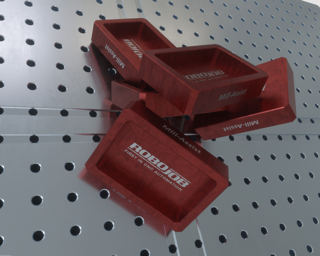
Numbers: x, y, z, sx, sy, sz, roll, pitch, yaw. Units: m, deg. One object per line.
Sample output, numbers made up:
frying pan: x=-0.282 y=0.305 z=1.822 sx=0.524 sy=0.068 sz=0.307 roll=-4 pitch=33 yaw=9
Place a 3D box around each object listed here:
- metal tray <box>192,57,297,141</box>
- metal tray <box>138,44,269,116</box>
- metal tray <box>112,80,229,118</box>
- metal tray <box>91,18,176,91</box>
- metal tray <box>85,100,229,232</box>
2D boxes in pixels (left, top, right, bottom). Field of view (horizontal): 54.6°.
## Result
metal tray: x=0.113 y=-0.038 z=0.425 sx=0.030 sy=0.130 sz=0.090 roll=46 pitch=44 yaw=-36
metal tray: x=0.052 y=-0.062 z=0.363 sx=0.131 sy=0.030 sz=0.090 roll=-16 pitch=46 yaw=-38
metal tray: x=0.014 y=-0.042 z=0.400 sx=0.131 sy=0.090 sz=0.030 roll=-7 pitch=110 yaw=-29
metal tray: x=-0.025 y=-0.105 z=0.431 sx=0.091 sy=0.030 sz=0.130 roll=-18 pitch=56 yaw=-37
metal tray: x=-0.003 y=0.043 z=0.335 sx=0.130 sy=0.090 sz=0.030 roll=36 pitch=24 yaw=-4
